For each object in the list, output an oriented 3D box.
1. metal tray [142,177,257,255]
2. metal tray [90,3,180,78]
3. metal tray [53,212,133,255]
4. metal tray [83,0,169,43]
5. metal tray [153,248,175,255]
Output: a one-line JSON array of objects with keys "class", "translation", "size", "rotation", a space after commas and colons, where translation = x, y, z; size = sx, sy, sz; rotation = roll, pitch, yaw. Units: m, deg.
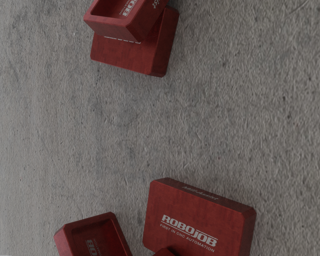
[{"class": "metal tray", "translation": [0.041, 0.120, 0.368], "size": [0.130, 0.030, 0.089], "rotation": [13, 98, 39]}, {"class": "metal tray", "translation": [-0.041, -0.128, 0.435], "size": [0.130, 0.030, 0.089], "rotation": [22, 104, 37]}, {"class": "metal tray", "translation": [-0.082, 0.190, 0.430], "size": [0.030, 0.091, 0.130], "rotation": [-43, 64, 32]}, {"class": "metal tray", "translation": [-0.029, -0.173, 0.389], "size": [0.090, 0.030, 0.130], "rotation": [22, 78, 38]}, {"class": "metal tray", "translation": [0.015, 0.220, 0.367], "size": [0.090, 0.030, 0.129], "rotation": [30, 122, 32]}]
